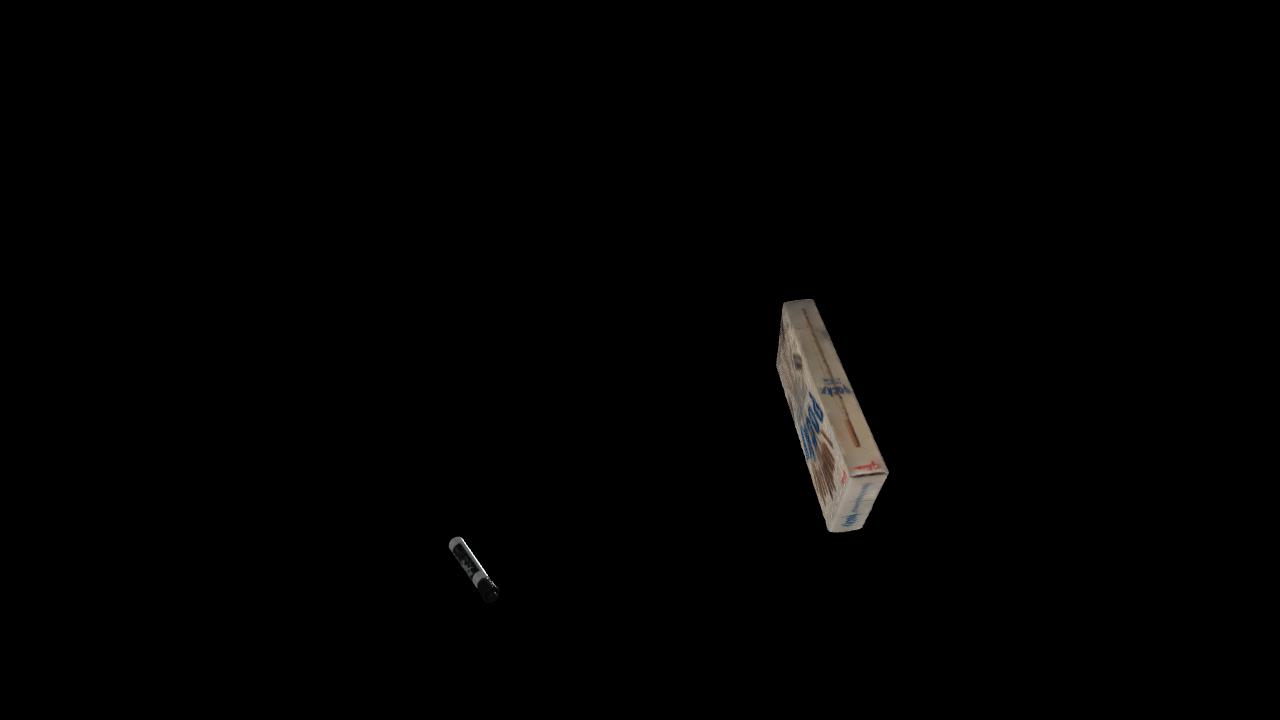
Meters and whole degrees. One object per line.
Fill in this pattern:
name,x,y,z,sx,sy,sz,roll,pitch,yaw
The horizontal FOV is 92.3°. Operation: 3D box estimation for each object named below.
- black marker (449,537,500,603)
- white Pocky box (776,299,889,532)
black marker,-0.191,0.240,0.706,0.020,0.020,0.121,0,15,-36
white Pocky box,0.134,0.037,0.450,0.028,0.154,0.084,-8,-39,0
